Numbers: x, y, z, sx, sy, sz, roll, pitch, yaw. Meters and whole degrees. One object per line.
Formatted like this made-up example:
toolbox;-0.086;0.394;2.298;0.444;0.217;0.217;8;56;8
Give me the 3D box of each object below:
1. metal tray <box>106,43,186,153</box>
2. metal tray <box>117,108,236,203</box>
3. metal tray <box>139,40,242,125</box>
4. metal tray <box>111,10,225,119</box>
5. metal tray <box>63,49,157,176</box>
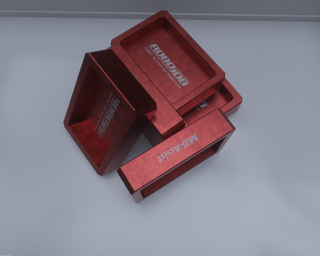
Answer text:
metal tray;-0.023;-0.031;0.384;0.030;0.090;0.130;-35;74;-12
metal tray;0.018;0.036;0.361;0.131;0.090;0.030;-31;73;-11
metal tray;0.037;-0.058;0.428;0.090;0.030;0.130;-33;73;-10
metal tray;0.009;-0.083;0.404;0.090;0.030;0.130;-35;73;-12
metal tray;-0.064;-0.014;0.358;0.030;0.129;0.090;-25;69;-41
